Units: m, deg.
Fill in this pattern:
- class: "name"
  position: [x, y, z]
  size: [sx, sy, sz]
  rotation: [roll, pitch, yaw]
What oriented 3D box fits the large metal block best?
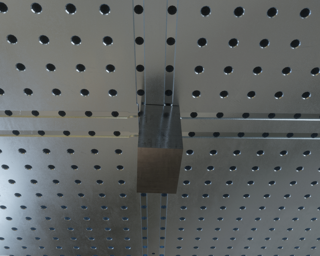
- class: "large metal block"
  position: [-0.002, 0.027, 0.397]
  size: [0.050, 0.080, 0.079]
  rotation: [3, 130, -3]
